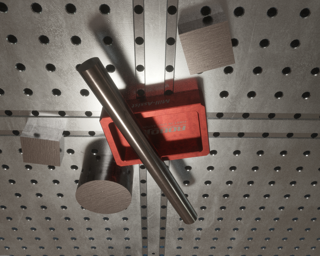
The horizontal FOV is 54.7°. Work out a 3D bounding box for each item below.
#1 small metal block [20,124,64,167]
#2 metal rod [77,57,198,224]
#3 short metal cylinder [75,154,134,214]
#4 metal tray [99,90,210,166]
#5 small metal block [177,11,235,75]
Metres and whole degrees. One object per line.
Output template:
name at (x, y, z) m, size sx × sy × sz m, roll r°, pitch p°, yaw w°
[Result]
small metal block at (-0.162, 0.025, 0.430) m, size 0.050 × 0.025 × 0.050 m, roll 8°, pitch 130°, yaw -7°
metal rod at (-0.013, 0.039, 0.404) m, size 0.025 × 0.025 × 0.299 m, roll -19°, pitch 128°, yaw 15°
short metal cylinder at (-0.081, 0.085, 0.467) m, size 0.081 × 0.050 × 0.079 m, roll 0°, pitch 130°, yaw 0°
metal tray at (-0.004, 0.003, 0.410) m, size 0.131 × 0.030 × 0.090 m, roll -8°, pitch 130°, yaw 6°
small metal block at (0.050, -0.091, 0.335) m, size 0.050 × 0.025 × 0.050 m, roll -14°, pitch 129°, yaw 11°
